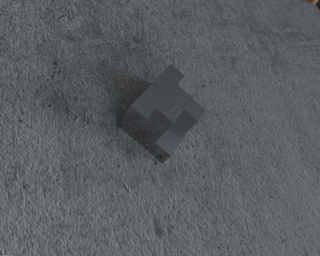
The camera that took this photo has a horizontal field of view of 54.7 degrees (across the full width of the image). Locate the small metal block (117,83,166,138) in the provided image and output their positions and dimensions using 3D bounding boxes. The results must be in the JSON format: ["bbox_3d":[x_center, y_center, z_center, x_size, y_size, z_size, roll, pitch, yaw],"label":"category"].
[{"bbox_3d":[-0.023,-0.021,0.391,0.025,0.050,0.050,40,51,-2],"label":"small metal block"}]

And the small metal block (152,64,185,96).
[{"bbox_3d":[0.002,-0.052,0.423,0.025,0.050,0.050,40,51,-2],"label":"small metal block"}]

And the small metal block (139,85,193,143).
[{"bbox_3d":[0.007,-0.017,0.372,0.025,0.050,0.050,40,51,-2],"label":"small metal block"}]

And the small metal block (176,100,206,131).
[{"bbox_3d":[0.025,-0.020,0.416,0.050,0.050,0.025,40,51,-2],"label":"small metal block"}]

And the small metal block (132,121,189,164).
[{"bbox_3d":[0.001,0.009,0.402,0.050,0.025,0.050,40,51,-1],"label":"small metal block"}]
